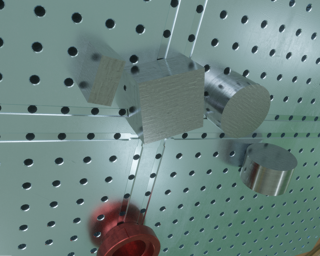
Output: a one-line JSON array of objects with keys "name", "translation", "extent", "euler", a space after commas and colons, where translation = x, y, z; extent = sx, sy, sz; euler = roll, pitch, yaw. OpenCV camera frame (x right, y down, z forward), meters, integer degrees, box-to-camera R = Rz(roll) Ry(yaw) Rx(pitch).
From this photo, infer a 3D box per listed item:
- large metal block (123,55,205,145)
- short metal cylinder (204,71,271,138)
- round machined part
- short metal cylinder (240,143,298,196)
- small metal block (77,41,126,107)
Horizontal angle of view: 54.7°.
[{"name": "large metal block", "translation": [0.006, -0.036, 0.376], "extent": [0.081, 0.050, 0.079], "euler": [-16, 125, -19]}, {"name": "short metal cylinder", "translation": [0.105, -0.033, 0.432], "extent": [0.081, 0.050, 0.079], "euler": [-14, 124, -21]}, {"name": "round machined part", "translation": [-0.052, 0.189, 0.489], "extent": [0.099, 0.042, 0.097], "euler": [-14, 124, -21]}, {"name": "short metal cylinder", "translation": [0.179, 0.067, 0.515], "extent": [0.081, 0.080, 0.050], "euler": [-8, 122, -24]}, {"name": "small metal block", "translation": [-0.063, -0.057, 0.325], "extent": [0.025, 0.050, 0.050], "euler": [9, 114, -32]}]
